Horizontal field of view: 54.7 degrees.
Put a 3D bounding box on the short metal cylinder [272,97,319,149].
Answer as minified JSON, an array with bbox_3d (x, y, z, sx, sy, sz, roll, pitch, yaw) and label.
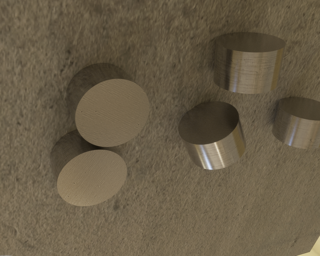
[{"bbox_3d":[0.225,-0.010,0.491,0.081,0.080,0.050,-12,124,-22],"label":"short metal cylinder"}]

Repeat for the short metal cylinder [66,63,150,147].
[{"bbox_3d":[-0.059,-0.026,0.344,0.081,0.050,0.079,-14,125,-21],"label":"short metal cylinder"}]

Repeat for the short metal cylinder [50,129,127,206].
[{"bbox_3d":[-0.087,0.047,0.373,0.081,0.050,0.079,-14,125,-21],"label":"short metal cylinder"}]

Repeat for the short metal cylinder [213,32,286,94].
[{"bbox_3d":[0.108,-0.082,0.381,0.081,0.080,0.050,-15,125,-20],"label":"short metal cylinder"}]

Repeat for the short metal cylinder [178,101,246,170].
[{"bbox_3d":[0.071,0.009,0.418,0.080,0.080,0.050,-33,129,-8],"label":"short metal cylinder"}]
